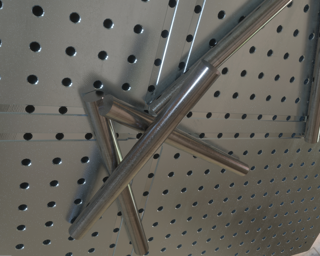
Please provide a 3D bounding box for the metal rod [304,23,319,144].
[{"bbox_3d":[0.260,-0.097,0.496,0.025,0.025,0.298,-23,127,-15],"label":"metal rod"}]

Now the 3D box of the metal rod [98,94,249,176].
[{"bbox_3d":[0.042,0.023,0.435,0.301,0.025,0.025,26,104,-42],"label":"metal rod"}]

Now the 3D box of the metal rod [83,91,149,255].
[{"bbox_3d":[-0.053,0.084,0.435,0.025,0.025,0.298,-22,127,-16],"label":"metal rod"}]

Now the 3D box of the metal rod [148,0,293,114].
[{"bbox_3d":[0.105,-0.121,0.395,0.300,0.025,0.025,-42,130,0],"label":"metal rod"}]

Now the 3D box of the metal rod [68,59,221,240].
[{"bbox_3d":[-0.033,0.043,0.377,0.025,0.025,0.298,19,122,-36],"label":"metal rod"}]
